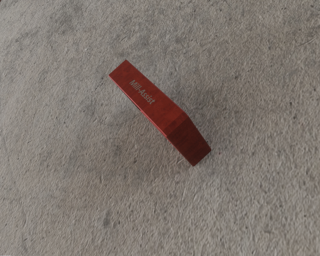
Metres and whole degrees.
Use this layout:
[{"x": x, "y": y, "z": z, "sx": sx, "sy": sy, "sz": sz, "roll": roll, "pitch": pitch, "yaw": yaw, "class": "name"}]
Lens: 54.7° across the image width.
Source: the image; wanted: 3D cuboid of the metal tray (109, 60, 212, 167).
[{"x": -0.001, "y": -0.019, "z": 0.375, "sx": 0.030, "sy": 0.090, "sz": 0.130, "roll": -43, "pitch": 51, "yaw": -1, "class": "metal tray"}]
